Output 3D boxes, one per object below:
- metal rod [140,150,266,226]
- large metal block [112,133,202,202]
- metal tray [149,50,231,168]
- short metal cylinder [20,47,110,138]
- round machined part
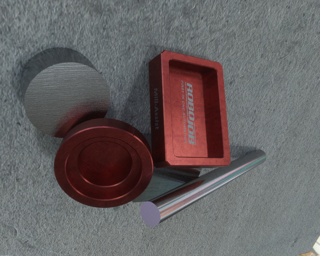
[{"bbox_3d":[0.082,0.066,0.420,0.302,0.025,0.025,-11,127,-52],"label":"metal rod"},{"bbox_3d":[-0.006,0.048,0.400,0.081,0.080,0.050,4,116,-31],"label":"large metal block"},{"bbox_3d":[0.035,-0.019,0.365,0.091,0.030,0.129,5,76,-31],"label":"metal tray"},{"bbox_3d":[-0.097,-0.037,0.317,0.081,0.050,0.079,-14,125,-21],"label":"short metal cylinder"},{"bbox_3d":[-0.058,0.033,0.330,0.099,0.042,0.097,-3,116,-5],"label":"round machined part"}]
